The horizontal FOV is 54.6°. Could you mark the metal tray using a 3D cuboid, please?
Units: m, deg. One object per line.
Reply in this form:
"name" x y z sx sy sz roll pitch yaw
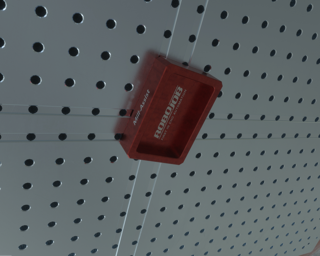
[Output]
"metal tray" 0.014 -0.017 0.404 0.091 0.030 0.129 12 112 -34
